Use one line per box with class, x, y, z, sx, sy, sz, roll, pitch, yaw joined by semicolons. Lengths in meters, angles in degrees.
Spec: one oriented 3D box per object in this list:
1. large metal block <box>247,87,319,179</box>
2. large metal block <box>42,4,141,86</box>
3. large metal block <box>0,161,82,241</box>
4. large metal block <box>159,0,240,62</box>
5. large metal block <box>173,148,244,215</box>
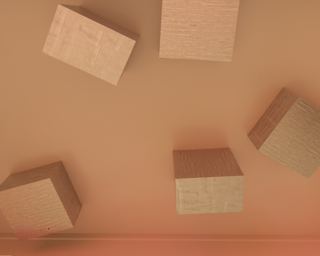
large metal block;0.176;0.006;0.402;0.080;0.050;0.080;29;107;-10
large metal block;-0.071;-0.095;0.346;0.080;0.080;0.050;24;108;-9
large metal block;-0.167;0.101;0.434;0.080;0.050;0.080;-16;110;5
large metal block;0.042;-0.122;0.353;0.081;0.050;0.079;3;110;-1
large metal block;0.059;0.067;0.407;0.080;0.080;0.050;-3;110;1
